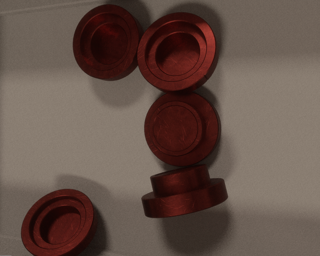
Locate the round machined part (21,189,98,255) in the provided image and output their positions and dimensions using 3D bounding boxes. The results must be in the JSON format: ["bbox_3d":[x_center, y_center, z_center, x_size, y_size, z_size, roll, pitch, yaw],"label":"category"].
[{"bbox_3d":[-0.135,0.138,0.430,0.099,0.042,0.098,-4,48,5],"label":"round machined part"}]

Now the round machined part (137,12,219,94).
[{"bbox_3d":[0.025,-0.089,0.388,0.098,0.042,0.097,-3,81,19],"label":"round machined part"}]

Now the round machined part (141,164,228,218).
[{"bbox_3d":[0.026,0.070,0.362,0.098,0.098,0.042,-14,85,19],"label":"round machined part"}]

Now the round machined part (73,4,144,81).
[{"bbox_3d":[-0.065,-0.113,0.423,0.098,0.042,0.097,0,90,19],"label":"round machined part"}]

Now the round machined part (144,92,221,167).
[{"bbox_3d":[0.025,0.000,0.392,0.098,0.042,0.097,0,90,19],"label":"round machined part"}]
